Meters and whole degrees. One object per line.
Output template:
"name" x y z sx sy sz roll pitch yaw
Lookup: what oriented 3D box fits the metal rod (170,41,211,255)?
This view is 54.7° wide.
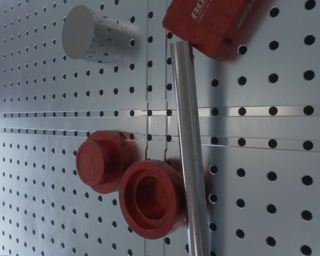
"metal rod" 0.038 0.052 0.359 0.025 0.025 0.298 -3 94 40

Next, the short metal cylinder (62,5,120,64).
"short metal cylinder" -0.108 -0.143 0.482 0.080 0.050 0.079 0 90 40

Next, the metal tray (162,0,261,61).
"metal tray" 0.067 -0.154 0.351 0.090 0.030 0.129 43 116 31

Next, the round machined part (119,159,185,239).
"round machined part" -0.005 0.089 0.402 0.098 0.042 0.097 0 90 40

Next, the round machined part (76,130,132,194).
"round machined part" -0.092 0.052 0.474 0.098 0.042 0.097 0 90 40
